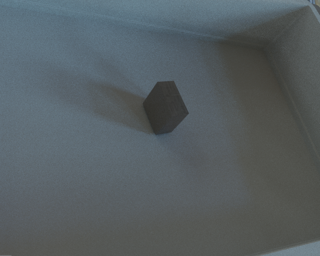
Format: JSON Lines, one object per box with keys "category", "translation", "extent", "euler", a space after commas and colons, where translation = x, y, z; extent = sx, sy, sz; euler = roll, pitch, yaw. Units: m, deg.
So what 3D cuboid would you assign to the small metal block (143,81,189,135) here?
{"category": "small metal block", "translation": [0.006, -0.026, 0.404], "extent": [0.025, 0.050, 0.050], "euler": [-9, 66, -32]}
